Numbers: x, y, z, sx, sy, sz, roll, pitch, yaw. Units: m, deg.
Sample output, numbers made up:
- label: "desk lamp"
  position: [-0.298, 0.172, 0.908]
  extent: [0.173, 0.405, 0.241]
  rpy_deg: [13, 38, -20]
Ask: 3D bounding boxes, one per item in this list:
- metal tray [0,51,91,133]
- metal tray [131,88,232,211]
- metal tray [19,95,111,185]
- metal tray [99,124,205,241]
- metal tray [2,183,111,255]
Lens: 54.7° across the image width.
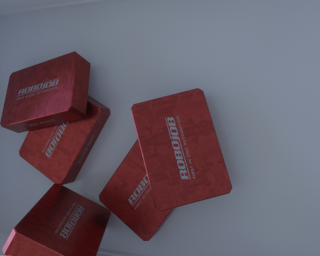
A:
- label: "metal tray"
  position: [-0.164, -0.049, 0.442]
  extent: [0.130, 0.030, 0.090]
  rpy_deg: [-11, 66, 24]
- label: "metal tray"
  position: [0.024, 0.025, 0.376]
  extent: [0.091, 0.030, 0.129]
  rpy_deg: [-14, 79, -2]
- label: "metal tray"
  position: [-0.142, 0.007, 0.456]
  extent: [0.090, 0.030, 0.129]
  rpy_deg: [33, 100, 16]
- label: "metal tray"
  position: [-0.011, 0.070, 0.411]
  extent: [0.090, 0.030, 0.129]
  rpy_deg: [38, 102, 15]
- label: "metal tray"
  position: [-0.117, 0.124, 0.381]
  extent: [0.090, 0.130, 0.030]
  rpy_deg: [29, 101, -5]
